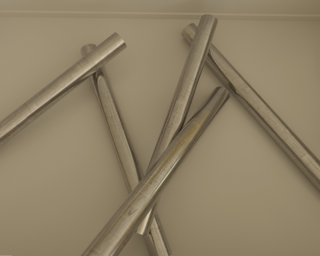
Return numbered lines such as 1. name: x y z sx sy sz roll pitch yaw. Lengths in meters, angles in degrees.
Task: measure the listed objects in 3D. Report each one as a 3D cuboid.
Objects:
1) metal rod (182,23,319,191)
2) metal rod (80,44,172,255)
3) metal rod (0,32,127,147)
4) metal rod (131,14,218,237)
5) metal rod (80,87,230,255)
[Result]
1. metal rod: 0.130 -0.032 0.422 0.025 0.025 0.300 -34 74 -12
2. metal rod: -0.050 0.017 0.402 0.025 0.025 0.299 -19 71 -7
3. metal rod: -0.167 -0.023 0.400 0.301 0.025 0.025 -40 75 -7
4. metal rod: 0.022 -0.018 0.388 0.025 0.025 0.300 18 71 6
5. metal rod: 0.009 0.039 0.331 0.025 0.025 0.301 32 49 11
